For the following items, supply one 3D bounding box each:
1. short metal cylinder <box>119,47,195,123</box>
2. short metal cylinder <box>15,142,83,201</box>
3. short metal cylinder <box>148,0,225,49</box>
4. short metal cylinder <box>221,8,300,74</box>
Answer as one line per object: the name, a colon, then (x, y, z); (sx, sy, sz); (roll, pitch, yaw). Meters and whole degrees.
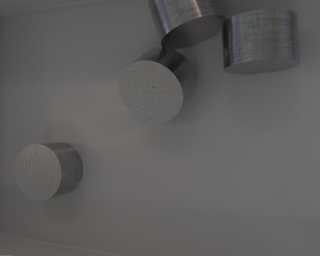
short metal cylinder: (-0.003, -0.053, 0.380); (0.080, 0.050, 0.079); (11, 124, 17)
short metal cylinder: (-0.162, 0.062, 0.454); (0.080, 0.050, 0.080); (0, 90, 20)
short metal cylinder: (0.032, -0.135, 0.370); (0.080, 0.080, 0.050); (-20, 83, 19)
short metal cylinder: (0.110, -0.092, 0.342); (0.080, 0.080, 0.050); (-3, 89, 20)
